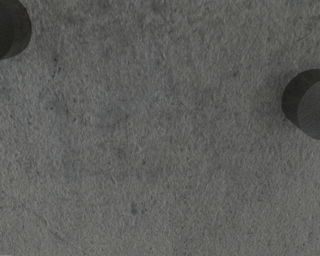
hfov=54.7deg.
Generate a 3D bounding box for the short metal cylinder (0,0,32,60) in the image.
[{"bbox_3d":[-0.196,-0.116,0.351,0.081,0.050,0.079,0,110,-1],"label":"short metal cylinder"}]

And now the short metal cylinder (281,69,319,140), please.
[{"bbox_3d":[0.202,-0.030,0.388,0.081,0.050,0.079,0,110,-1],"label":"short metal cylinder"}]
